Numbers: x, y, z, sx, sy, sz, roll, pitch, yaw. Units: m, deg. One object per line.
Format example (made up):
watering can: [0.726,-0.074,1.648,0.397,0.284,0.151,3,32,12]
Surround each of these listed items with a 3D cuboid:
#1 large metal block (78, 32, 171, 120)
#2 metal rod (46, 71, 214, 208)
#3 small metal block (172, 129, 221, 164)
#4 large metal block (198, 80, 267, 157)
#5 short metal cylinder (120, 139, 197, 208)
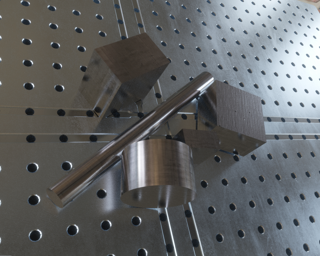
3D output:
large metal block: [-0.046,-0.065,0.390,0.081,0.080,0.050,-32,80,-38]
metal rod: [-0.015,-0.005,0.404,0.025,0.025,0.302,47,51,4]
small metal block: [0.041,0.025,0.401,0.050,0.050,0.025,5,60,-26]
large metal block: [0.103,-0.013,0.455,0.081,0.050,0.080,18,55,-18]
short metal cylinder: [-0.002,0.052,0.340,0.081,0.080,0.050,11,57,-23]
